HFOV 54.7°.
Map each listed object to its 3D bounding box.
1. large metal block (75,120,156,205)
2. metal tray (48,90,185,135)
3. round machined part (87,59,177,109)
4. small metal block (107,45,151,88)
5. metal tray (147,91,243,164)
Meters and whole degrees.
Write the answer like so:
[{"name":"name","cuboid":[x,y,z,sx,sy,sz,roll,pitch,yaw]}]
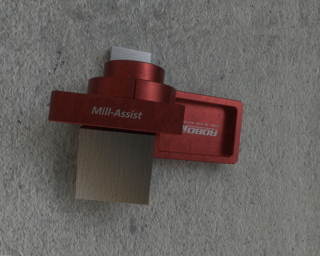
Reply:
[{"name":"large metal block","cuboid":[-0.049,0.038,0.360,0.081,0.050,0.079,6,101,-3]},{"name":"metal tray","cuboid":[-0.043,-0.014,0.342,0.131,0.090,0.030,6,89,-2]},{"name":"round machined part","cuboid":[-0.030,-0.048,0.349,0.099,0.098,0.042,6,88,-20]},{"name":"small metal block","cuboid":[-0.042,-0.073,0.396,0.050,0.025,0.050,7,88,-20]},{"name":"metal tray","cuboid":[0.048,0.000,0.426,0.131,0.030,0.089,7,88,-20]}]
